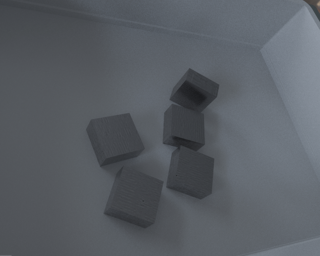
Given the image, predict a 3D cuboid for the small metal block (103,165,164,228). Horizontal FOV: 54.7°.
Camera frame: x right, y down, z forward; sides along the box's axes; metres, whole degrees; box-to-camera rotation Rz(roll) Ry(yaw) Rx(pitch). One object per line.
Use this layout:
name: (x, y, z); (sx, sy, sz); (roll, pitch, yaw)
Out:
small metal block: (-0.028, 0.077, 0.345); (0.050, 0.025, 0.050); (25, 53, -14)

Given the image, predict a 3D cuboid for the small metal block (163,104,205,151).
small metal block: (0.033, 0.000, 0.425); (0.050, 0.025, 0.050); (16, 55, -20)

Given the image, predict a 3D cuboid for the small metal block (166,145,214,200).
small metal block: (0.039, 0.057, 0.394); (0.050, 0.025, 0.050); (22, 53, -15)

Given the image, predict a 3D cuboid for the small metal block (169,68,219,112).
small metal block: (0.050, -0.052, 0.450); (0.050, 0.050, 0.025); (27, 52, -12)

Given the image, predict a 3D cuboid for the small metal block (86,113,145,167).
small metal block: (-0.054, 0.013, 0.370); (0.050, 0.025, 0.050); (-12, 68, -34)
